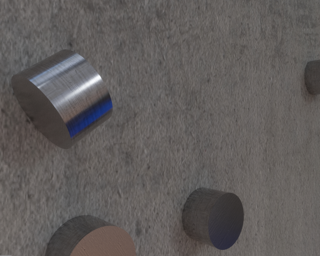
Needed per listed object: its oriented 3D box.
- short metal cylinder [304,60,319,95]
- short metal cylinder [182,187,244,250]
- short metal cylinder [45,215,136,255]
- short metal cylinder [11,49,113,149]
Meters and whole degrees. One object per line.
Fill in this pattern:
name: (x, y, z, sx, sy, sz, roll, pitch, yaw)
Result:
short metal cylinder: (0.373, -0.117, 0.706, 0.081, 0.050, 0.079, 0, 90, -40)
short metal cylinder: (0.079, 0.132, 0.458, 0.081, 0.050, 0.079, 0, 90, -40)
short metal cylinder: (-0.073, 0.138, 0.329, 0.081, 0.050, 0.079, 0, 90, -40)
short metal cylinder: (-0.092, -0.027, 0.293, 0.050, 0.080, 0.080, -42, 116, -32)
